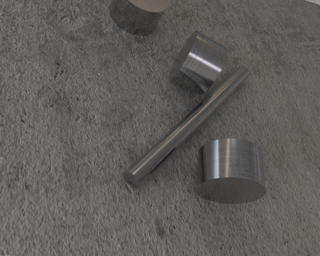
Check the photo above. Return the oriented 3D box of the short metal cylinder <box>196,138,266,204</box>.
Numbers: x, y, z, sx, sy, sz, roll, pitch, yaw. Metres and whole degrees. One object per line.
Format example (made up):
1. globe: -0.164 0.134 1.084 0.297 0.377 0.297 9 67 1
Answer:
1. short metal cylinder: 0.086 0.055 0.381 0.081 0.080 0.050 19 55 -18

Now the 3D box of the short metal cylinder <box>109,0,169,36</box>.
1. short metal cylinder: -0.034 -0.193 0.487 0.081 0.050 0.080 14 56 -21

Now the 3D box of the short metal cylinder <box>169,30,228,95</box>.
1. short metal cylinder: 0.055 -0.095 0.456 0.050 0.080 0.080 27 53 -12

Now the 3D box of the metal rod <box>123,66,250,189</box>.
1. metal rod: 0.056 -0.018 0.444 0.025 0.025 0.302 46 51 3
